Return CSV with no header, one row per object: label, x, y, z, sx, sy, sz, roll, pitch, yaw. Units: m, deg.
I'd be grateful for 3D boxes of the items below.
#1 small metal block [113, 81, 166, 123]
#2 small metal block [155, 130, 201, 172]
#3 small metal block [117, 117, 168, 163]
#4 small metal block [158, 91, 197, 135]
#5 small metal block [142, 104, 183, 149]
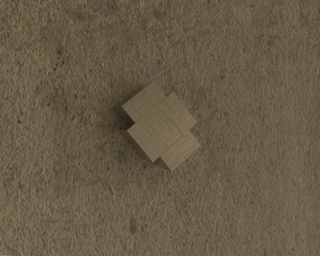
small metal block,-0.027,-0.031,0.387,0.050,0.050,0.025,-41,104,-16
small metal block,0.017,0.028,0.404,0.050,0.050,0.025,-41,104,-16
small metal block,-0.023,0.014,0.389,0.025,0.050,0.050,-42,104,-15
small metal block,0.014,-0.018,0.402,0.025,0.050,0.050,-43,104,-15
small metal block,-0.005,-0.002,0.396,0.025,0.050,0.050,-42,104,-15
